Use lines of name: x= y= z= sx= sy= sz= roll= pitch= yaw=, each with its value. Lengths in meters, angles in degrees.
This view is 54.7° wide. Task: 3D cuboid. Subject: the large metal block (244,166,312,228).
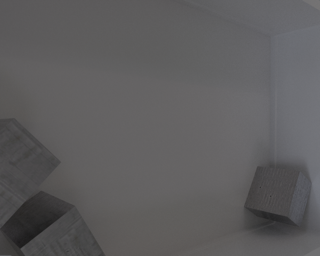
large metal block: x=0.207 y=0.118 z=0.544 sx=0.050 sy=0.080 sz=0.080 roll=39 pitch=66 yaw=-33

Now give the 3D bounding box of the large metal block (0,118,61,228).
large metal block: x=-0.141 y=0.038 z=0.252 sx=0.080 sy=0.080 sz=0.050 roll=-52 pitch=121 yaw=-27

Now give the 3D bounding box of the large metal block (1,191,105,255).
large metal block: x=-0.098 y=0.112 z=0.289 sx=0.050 sy=0.080 sz=0.080 roll=-37 pitch=113 yaw=-34
